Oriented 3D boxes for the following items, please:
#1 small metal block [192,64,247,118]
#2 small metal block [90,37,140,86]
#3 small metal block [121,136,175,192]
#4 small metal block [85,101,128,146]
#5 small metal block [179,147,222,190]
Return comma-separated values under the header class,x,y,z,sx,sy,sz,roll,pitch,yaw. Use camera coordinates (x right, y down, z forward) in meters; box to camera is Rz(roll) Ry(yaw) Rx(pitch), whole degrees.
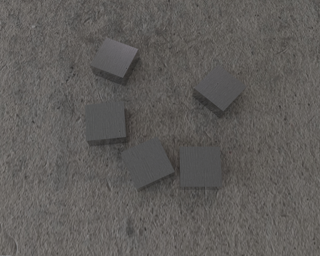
class,x,y,z,sx,sy,sz,roll,pitch,yaw
small metal block,0.081,-0.050,0.427,0.050,0.025,0.050,41,75,13
small metal block,-0.063,-0.094,0.442,0.050,0.025,0.050,22,71,7
small metal block,-0.015,0.046,0.391,0.050,0.025,0.050,-24,72,-9
small metal block,-0.070,-0.005,0.409,0.050,0.025,0.050,-6,70,-2
small metal block,0.050,0.051,0.390,0.050,0.025,0.050,0,70,0
